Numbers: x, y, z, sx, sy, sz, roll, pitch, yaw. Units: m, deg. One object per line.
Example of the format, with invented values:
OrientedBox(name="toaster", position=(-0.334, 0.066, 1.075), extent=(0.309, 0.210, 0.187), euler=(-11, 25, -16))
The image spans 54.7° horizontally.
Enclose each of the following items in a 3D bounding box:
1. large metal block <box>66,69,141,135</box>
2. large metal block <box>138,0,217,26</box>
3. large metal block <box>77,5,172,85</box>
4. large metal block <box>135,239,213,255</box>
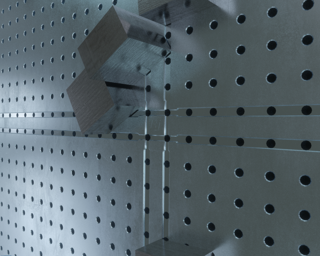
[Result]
OrientedBox(name="large metal block", position=(-0.086, -0.045, 0.462), extent=(0.080, 0.050, 0.080), euler=(-37, 67, 33))
OrientedBox(name="large metal block", position=(0.018, -0.182, 0.377), extent=(0.080, 0.050, 0.080), euler=(-7, 86, 39))
OrientedBox(name="large metal block", position=(-0.047, -0.104, 0.410), extent=(0.080, 0.081, 0.050), euler=(-37, 68, 33))
OrientedBox(name="large metal block", position=(0.018, 0.189, 0.377), extent=(0.080, 0.050, 0.079), euler=(-3, 88, 39))
